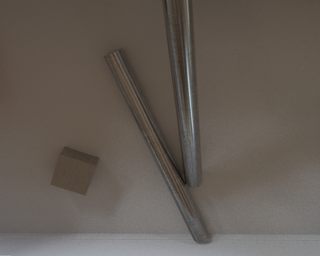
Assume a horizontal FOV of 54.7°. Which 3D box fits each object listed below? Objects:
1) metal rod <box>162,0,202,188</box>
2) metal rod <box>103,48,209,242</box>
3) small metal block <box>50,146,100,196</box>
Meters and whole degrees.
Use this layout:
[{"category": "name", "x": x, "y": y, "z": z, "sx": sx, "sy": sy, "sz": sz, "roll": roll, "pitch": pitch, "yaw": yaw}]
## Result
[{"category": "metal rod", "x": 0.029, "y": -0.028, "z": 0.336, "sx": 0.025, "sy": 0.025, "sz": 0.298, "roll": -8, "pitch": 135, "yaw": 3}, {"category": "metal rod", "x": 0.002, "y": 0.036, "z": 0.424, "sx": 0.025, "sy": 0.025, "sz": 0.299, "roll": -22, "pitch": 109, "yaw": 7}, {"category": "small metal block", "x": -0.118, "y": 0.060, "z": 0.432, "sx": 0.050, "sy": 0.025, "sz": 0.050, "roll": 20, "pitch": 109, "yaw": -8}]
